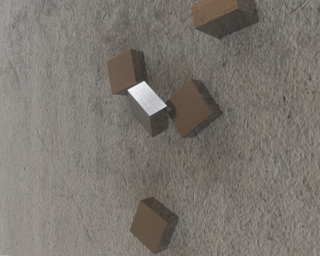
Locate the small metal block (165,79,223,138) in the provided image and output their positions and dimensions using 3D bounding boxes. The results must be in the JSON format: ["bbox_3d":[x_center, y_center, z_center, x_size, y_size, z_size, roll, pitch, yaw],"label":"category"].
[{"bbox_3d":[0.039,-0.023,0.373,0.050,0.025,0.050,-42,65,32],"label":"small metal block"}]

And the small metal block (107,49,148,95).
[{"bbox_3d":[-0.047,-0.078,0.444,0.050,0.025,0.050,-17,79,38],"label":"small metal block"}]

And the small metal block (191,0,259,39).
[{"bbox_3d":[0.070,-0.122,0.331,0.050,0.050,0.025,-14,81,39],"label":"small metal block"}]

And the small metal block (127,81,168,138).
[{"bbox_3d":[-0.015,-0.023,0.400,0.050,0.025,0.050,50,161,28],"label":"small metal block"}]

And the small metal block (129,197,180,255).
[{"bbox_3d":[-0.008,0.129,0.412,0.050,0.025,0.050,31,109,35],"label":"small metal block"}]
